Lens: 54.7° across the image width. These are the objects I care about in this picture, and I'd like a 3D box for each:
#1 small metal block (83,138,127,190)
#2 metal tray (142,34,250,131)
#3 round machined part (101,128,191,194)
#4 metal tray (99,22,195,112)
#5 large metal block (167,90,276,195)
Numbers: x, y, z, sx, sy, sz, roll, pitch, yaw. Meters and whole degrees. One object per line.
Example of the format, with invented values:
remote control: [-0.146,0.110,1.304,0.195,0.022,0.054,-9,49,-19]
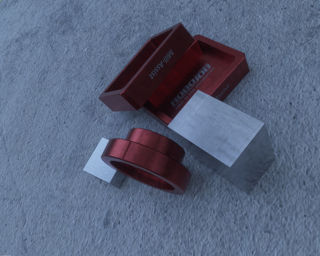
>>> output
small metal block: [-0.065,0.046,0.408,0.050,0.025,0.050,17,71,34]
metal tray: [0.042,-0.058,0.412,0.130,0.030,0.090,-48,52,-6]
round machined part: [-0.011,0.034,0.341,0.098,0.098,0.042,11,68,32]
metal tray: [-0.020,-0.081,0.425,0.130,0.030,0.090,-53,24,-18]
large metal block: [0.066,0.016,0.323,0.080,0.080,0.050,34,81,38]
